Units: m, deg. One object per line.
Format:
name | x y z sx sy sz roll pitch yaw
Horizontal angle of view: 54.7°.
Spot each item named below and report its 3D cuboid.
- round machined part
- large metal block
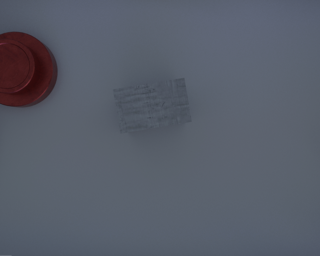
round machined part | -0.189 -0.076 0.400 0.099 0.042 0.097 0 90 -1
large metal block | -0.009 -0.025 0.384 0.080 0.080 0.050 -9 90 0
